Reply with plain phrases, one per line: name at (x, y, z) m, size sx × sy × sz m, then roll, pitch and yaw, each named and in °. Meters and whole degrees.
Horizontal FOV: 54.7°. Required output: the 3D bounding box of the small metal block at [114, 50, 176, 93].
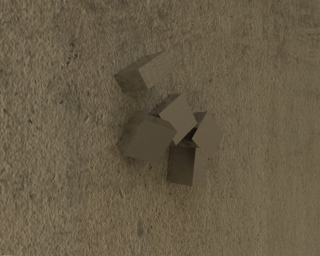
small metal block at (-0.018, -0.067, 0.372) m, size 0.050 × 0.050 × 0.025 m, roll -41°, pitch 115°, yaw -32°

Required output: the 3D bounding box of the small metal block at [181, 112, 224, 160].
small metal block at (0.063, 0.011, 0.457) m, size 0.050 × 0.025 × 0.050 m, roll 47°, pitch 62°, yaw -30°

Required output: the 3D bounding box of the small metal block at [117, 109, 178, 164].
small metal block at (-0.016, 0.012, 0.375) m, size 0.050 × 0.025 × 0.050 m, roll 20°, pitch 110°, yaw -35°

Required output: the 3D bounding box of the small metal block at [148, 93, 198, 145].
small metal block at (0.017, -0.012, 0.419) m, size 0.050 × 0.025 × 0.050 m, roll -43°, pitch 116°, yaw -31°

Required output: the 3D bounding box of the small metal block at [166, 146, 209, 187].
small metal block at (0.037, 0.051, 0.419) m, size 0.025 × 0.050 × 0.050 m, roll 10°, pitch 84°, yaw -40°
